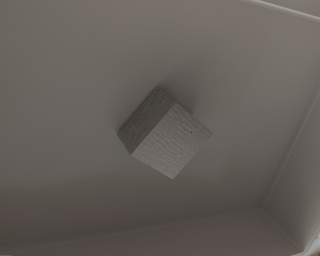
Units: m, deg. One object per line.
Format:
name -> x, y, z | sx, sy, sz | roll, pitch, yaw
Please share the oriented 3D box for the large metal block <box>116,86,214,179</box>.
large metal block -> 0.007, 0.007, 0.396 | 0.080, 0.050, 0.080 | -49, 129, 6
